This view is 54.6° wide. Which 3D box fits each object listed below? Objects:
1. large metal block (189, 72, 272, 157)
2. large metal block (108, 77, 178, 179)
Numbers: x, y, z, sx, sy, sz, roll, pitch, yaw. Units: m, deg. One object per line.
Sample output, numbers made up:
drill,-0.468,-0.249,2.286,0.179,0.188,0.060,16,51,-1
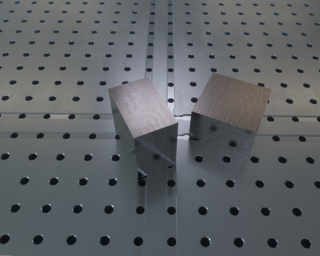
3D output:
large metal block,0.092,-0.019,0.408,0.080,0.050,0.080,20,53,16
large metal block,-0.020,0.000,0.372,0.050,0.080,0.080,-20,53,-16
